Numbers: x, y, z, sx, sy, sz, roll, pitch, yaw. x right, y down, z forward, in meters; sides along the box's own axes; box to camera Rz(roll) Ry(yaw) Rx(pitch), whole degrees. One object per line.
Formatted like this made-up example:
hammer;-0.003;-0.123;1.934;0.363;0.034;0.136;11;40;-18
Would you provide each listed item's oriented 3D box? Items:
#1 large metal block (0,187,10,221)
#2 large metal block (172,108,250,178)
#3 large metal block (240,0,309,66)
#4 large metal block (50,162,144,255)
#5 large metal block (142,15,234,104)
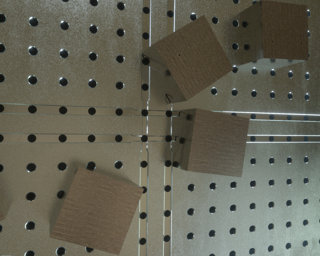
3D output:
large metal block;-0.216;0.073;0.320;0.080;0.050;0.080;-26;99;-18
large metal block;0.069;0.020;0.424;0.081;0.050;0.080;10;87;-20
large metal block;0.170;-0.137;0.461;0.081;0.050;0.080;-2;91;-20
large metal block;-0.077;0.094;0.371;0.080;0.050;0.080;23;82;-19
large metal block;0.036;-0.089;0.412;0.080;0.050;0.080;-35;101;-17
